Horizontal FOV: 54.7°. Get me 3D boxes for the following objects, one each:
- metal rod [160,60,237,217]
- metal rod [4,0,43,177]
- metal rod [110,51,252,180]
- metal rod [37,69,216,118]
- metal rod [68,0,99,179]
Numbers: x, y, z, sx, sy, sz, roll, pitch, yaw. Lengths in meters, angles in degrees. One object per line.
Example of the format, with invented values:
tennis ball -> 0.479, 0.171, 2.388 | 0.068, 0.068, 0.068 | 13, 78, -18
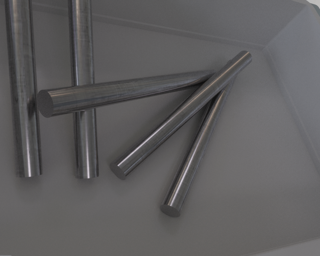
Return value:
metal rod -> 0.070, -0.007, 0.447 | 0.025, 0.025, 0.301 | 35, 51, -6
metal rod -> -0.140, -0.102, 0.309 | 0.025, 0.025, 0.298 | -4, 90, -30
metal rod -> 0.047, -0.034, 0.432 | 0.025, 0.025, 0.302 | 46, 57, 4
metal rod -> -0.009, -0.052, 0.387 | 0.302, 0.025, 0.025 | -19, 71, -50
metal rod -> -0.086, -0.096, 0.337 | 0.025, 0.025, 0.298 | -2, 89, -29
